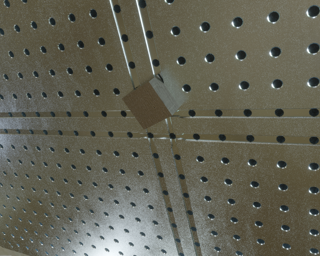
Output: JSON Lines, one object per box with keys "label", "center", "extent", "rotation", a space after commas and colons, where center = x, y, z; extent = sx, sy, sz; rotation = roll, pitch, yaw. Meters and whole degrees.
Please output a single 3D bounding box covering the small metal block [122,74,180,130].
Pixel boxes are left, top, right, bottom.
{"label": "small metal block", "center": [-0.012, -0.032, 0.398], "extent": [0.050, 0.025, 0.050], "rotation": [-26, 104, 37]}
